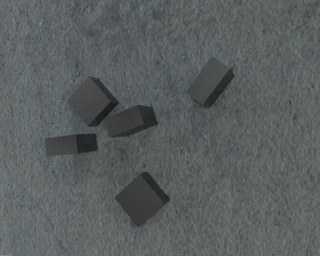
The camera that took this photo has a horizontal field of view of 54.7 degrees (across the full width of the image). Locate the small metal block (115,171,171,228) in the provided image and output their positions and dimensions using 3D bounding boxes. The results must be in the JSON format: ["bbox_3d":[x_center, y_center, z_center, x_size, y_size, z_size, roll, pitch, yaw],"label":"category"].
[{"bbox_3d":[-0.023,0.095,0.416,0.050,0.025,0.050,-45,77,14],"label":"small metal block"}]

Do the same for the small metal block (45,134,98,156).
[{"bbox_3d":[-0.124,0.024,0.438,0.050,0.050,0.025,-7,88,19],"label":"small metal block"}]

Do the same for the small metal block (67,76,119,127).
[{"bbox_3d":[-0.096,-0.037,0.441,0.050,0.025,0.050,-45,77,14],"label":"small metal block"}]

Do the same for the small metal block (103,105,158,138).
[{"bbox_3d":[-0.037,-0.008,0.408,0.050,0.050,0.025,-21,83,18],"label":"small metal block"}]

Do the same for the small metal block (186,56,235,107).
[{"bbox_3d":[0.062,-0.054,0.373,0.025,0.050,0.050,40,102,15],"label":"small metal block"}]
